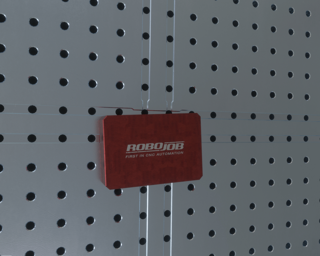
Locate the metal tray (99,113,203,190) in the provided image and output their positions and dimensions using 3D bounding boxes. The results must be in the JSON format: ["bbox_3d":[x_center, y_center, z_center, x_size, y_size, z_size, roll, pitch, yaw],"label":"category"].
[{"bbox_3d":[-0.010,0.027,0.406,0.131,0.030,0.090,-3,91,-20],"label":"metal tray"}]
